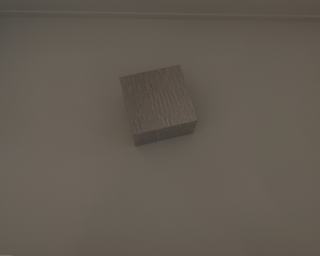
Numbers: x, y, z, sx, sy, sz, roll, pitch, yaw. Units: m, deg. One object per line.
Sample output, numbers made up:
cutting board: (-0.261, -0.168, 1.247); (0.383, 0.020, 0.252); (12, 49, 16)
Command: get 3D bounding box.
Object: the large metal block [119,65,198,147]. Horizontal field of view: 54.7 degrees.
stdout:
large metal block: (-0.003, -0.029, 0.407); (0.081, 0.050, 0.080); (-13, 71, -5)
